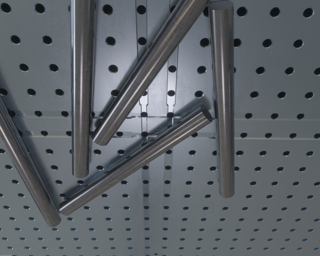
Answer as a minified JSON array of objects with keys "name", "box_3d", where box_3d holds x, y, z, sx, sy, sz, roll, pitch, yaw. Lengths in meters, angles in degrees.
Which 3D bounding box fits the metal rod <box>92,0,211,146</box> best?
[{"name":"metal rod","box_3d":[-0.002,-0.082,0.341,0.025,0.025,0.298,26,126,-20]}]

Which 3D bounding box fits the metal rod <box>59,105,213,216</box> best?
[{"name":"metal rod","box_3d":[-0.050,0.059,0.461,0.299,0.025,0.025,-35,122,26]}]

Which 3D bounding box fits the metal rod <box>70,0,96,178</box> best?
[{"name":"metal rod","box_3d":[-0.094,-0.046,0.371,0.025,0.025,0.298,8,130,-7]}]

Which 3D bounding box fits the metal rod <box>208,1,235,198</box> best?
[{"name":"metal rod","box_3d":[0.084,-0.010,0.403,0.025,0.025,0.299,-7,130,6]}]

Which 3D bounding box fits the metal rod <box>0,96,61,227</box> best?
[{"name":"metal rod","box_3d":[-0.200,0.052,0.453,0.025,0.025,0.298,-4,130,3]}]
